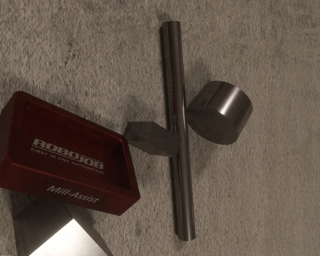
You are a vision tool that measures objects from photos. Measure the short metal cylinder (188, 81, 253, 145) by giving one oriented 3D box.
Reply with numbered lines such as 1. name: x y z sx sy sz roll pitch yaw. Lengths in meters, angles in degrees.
1. short metal cylinder: 0.084 -0.021 0.442 0.080 0.080 0.050 51 60 -28

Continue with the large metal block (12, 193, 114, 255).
1. large metal block: -0.087 0.111 0.291 0.050 0.080 0.080 -40 116 -16

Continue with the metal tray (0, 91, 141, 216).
1. metal tray: -0.084 0.027 0.297 0.131 0.030 0.090 27 30 -37

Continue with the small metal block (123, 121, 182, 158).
1. small metal block: -0.011 0.014 0.382 0.050 0.050 0.025 31 71 -36

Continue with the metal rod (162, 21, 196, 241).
1. metal rod: 0.027 0.007 0.429 0.025 0.025 0.298 -8 95 -40
